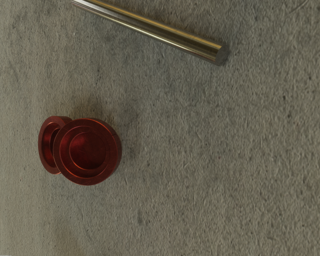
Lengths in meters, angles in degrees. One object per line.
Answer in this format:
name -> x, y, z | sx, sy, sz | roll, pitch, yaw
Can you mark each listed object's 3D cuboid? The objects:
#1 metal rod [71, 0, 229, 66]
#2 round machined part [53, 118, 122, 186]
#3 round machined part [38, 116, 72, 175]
metal rod -> -0.034, -0.148, 0.432 | 0.300, 0.025, 0.025 | 33, 110, 35
round machined part -> -0.104, 0.033, 0.462 | 0.098, 0.042, 0.097 | 1, 95, 10
round machined part -> -0.163, 0.028, 0.529 | 0.098, 0.042, 0.097 | 0, 90, 40
